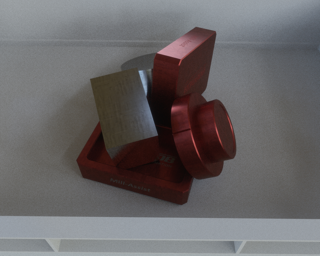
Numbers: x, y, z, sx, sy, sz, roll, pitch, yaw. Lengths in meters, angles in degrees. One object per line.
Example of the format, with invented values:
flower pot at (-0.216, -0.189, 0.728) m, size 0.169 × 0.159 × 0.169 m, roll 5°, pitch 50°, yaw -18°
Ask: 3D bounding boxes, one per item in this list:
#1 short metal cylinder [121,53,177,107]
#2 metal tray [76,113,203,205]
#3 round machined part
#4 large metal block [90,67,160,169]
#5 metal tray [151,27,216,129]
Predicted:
short metal cylinder at (-0.008, -0.068, 0.425) m, size 0.080 × 0.050 × 0.080 m, roll -10°, pitch 27°, yaw 5°
metal tray at (-0.020, 0.031, 0.373) m, size 0.131 × 0.030 × 0.090 m, roll 13°, pitch 51°, yaw 11°
round machined part at (0.054, 0.006, 0.347) m, size 0.042 × 0.098 × 0.098 m, roll -17°, pitch 45°, yaw 26°
large metal block at (-0.036, -0.006, 0.342) m, size 0.050 × 0.080 × 0.080 m, roll -15°, pitch 68°, yaw -5°
metal tray at (0.032, -0.069, 0.399) m, size 0.030 × 0.089 × 0.131 m, roll 19°, pitch 37°, yaw 19°
